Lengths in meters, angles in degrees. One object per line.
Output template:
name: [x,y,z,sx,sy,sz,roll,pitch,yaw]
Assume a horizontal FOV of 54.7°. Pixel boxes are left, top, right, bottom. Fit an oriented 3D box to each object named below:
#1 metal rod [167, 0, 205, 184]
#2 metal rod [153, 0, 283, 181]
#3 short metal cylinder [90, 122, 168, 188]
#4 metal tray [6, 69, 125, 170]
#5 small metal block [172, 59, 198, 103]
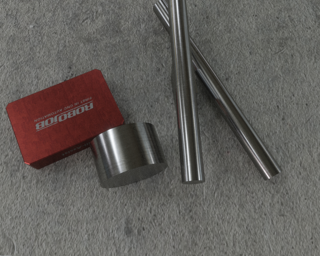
metal rod: [0.028,-0.081,0.385,0.025,0.025,0.299,-3,70,-1]
metal rod: [0.071,-0.064,0.432,0.025,0.025,0.299,-27,72,-10]
short metal cylinder: [-0.037,0.034,0.366,0.081,0.080,0.050,-17,71,-7]
metal tray: [-0.122,-0.013,0.409,0.131,0.030,0.090,-24,72,-9]
small metal block: [0.031,-0.057,0.416,0.025,0.050,0.050,-7,70,-3]
